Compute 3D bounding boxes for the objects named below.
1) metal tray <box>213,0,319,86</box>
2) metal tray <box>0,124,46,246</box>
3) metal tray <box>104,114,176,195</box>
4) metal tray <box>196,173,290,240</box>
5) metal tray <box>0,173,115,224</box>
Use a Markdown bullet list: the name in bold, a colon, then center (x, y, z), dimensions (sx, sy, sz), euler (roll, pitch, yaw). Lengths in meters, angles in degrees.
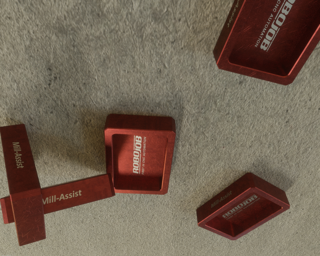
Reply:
- **metal tray**: center (0.119, -0.112, 0.309), dimensions (0.091, 0.030, 0.129), euler (12, 129, -10)
- **metal tray**: center (-0.173, 0.067, 0.389), dimensions (0.030, 0.130, 0.089), euler (-10, 130, -27)
- **metal tray**: center (-0.029, 0.041, 0.438), dimensions (0.091, 0.030, 0.129), euler (3, 130, -3)
- **metal tray**: center (0.136, 0.136, 0.520), dimensions (0.090, 0.030, 0.129), euler (29, 124, -23)
- **metal tray**: center (-0.134, 0.091, 0.415), dimensions (0.131, 0.030, 0.090), euler (-11, 174, -21)
